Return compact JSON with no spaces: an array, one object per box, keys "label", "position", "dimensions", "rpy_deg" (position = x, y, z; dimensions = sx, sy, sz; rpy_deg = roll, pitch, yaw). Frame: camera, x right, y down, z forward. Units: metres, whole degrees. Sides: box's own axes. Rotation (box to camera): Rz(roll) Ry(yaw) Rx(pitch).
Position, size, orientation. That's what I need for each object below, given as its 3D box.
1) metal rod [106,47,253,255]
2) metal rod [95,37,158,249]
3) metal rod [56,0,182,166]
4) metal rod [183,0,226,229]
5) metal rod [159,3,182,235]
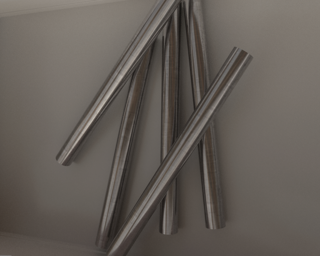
[{"label":"metal rod","position":[0.018,0.040,0.376],"dimensions":[0.025,0.025,0.299],"rpy_deg":[34,101,16]},{"label":"metal rod","position":[-0.047,0.020,0.427],"dimensions":[0.025,0.025,0.298],"rpy_deg":[14,95,19]},{"label":"metal rod","position":[-0.058,-0.063,0.409],"dimensions":[0.025,0.025,0.299],"rpy_deg":[43,111,14]},{"label":"metal rod","position":[0.055,-0.026,0.390],"dimensions":[0.025,0.025,0.298],"rpy_deg":[-6,88,20]},{"label":"metal rod","position":[0.014,-0.014,0.405],"dimensions":[0.025,0.025,0.298],"rpy_deg":[1,90,20]}]
